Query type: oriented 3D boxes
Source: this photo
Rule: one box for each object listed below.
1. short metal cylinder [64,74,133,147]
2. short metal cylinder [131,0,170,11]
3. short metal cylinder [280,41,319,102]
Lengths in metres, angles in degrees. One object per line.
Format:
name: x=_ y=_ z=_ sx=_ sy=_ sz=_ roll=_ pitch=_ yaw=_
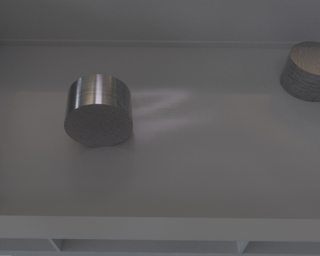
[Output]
short metal cylinder: x=-0.075 y=-0.020 z=0.385 sx=0.081 sy=0.080 sz=0.050 roll=-5 pitch=50 yaw=-4
short metal cylinder: x=-0.020 y=-0.282 z=0.628 sx=0.080 sy=0.050 sz=0.080 roll=0 pitch=50 yaw=0
short metal cylinder: x=0.227 y=-0.085 z=0.461 sx=0.080 sy=0.050 sz=0.080 roll=0 pitch=50 yaw=0
